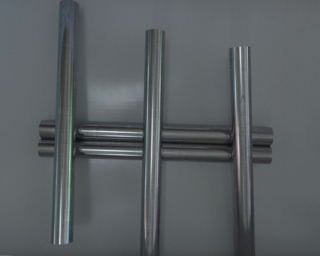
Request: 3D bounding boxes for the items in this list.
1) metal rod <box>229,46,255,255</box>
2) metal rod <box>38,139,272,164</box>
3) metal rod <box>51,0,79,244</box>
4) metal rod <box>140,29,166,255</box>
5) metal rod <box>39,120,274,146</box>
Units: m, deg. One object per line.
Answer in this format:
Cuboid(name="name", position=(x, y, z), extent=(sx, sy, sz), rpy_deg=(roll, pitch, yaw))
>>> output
Cuboid(name="metal rod", position=(0.104, 0.052, 0.389), extent=(0.025, 0.025, 0.298), rpy_deg=(-4, 98, 0))
Cuboid(name="metal rod", position=(-0.006, 0.031, 0.410), extent=(0.302, 0.025, 0.025), rpy_deg=(2, 90, -1))
Cuboid(name="metal rod", position=(-0.117, -0.014, 0.385), extent=(0.025, 0.025, 0.298), rpy_deg=(-1, 82, -1))
Cuboid(name="metal rod", position=(-0.009, 0.030, 0.385), extent=(0.025, 0.025, 0.298), rpy_deg=(1, 90, -1))
Cuboid(name="metal rod", position=(-0.004, 0.007, 0.410), extent=(0.302, 0.025, 0.025), rpy_deg=(2, 90, -1))
